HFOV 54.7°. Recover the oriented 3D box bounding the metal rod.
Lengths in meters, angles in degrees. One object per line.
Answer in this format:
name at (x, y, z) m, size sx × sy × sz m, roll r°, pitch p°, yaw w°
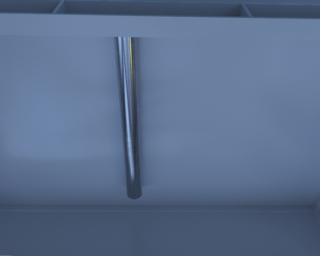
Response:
metal rod at (-0.038, -0.009, 0.400) m, size 0.025 × 0.025 × 0.298 m, roll 0°, pitch 130°, yaw -1°
